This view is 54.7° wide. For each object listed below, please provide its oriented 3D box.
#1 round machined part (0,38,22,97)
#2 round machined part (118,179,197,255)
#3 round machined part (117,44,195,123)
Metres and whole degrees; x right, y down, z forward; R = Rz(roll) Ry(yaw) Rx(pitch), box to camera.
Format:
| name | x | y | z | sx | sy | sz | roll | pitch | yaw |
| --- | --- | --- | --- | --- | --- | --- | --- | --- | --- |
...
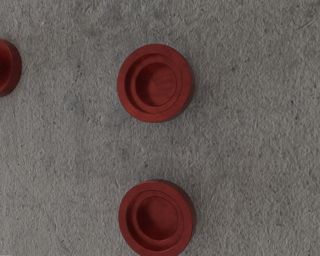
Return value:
| name | x | y | z | sx | sy | sz | roll | pitch | yaw |
| --- | --- | --- | --- | --- | --- | --- | --- | --- | --- |
| round machined part | -0.277 | -0.099 | 0.498 | 0.098 | 0.042 | 0.097 | 0 | 90 | 20 |
| round machined part | 0.000 | 0.114 | 0.400 | 0.098 | 0.042 | 0.097 | 0 | 90 | 20 |
| round machined part | -0.002 | -0.055 | 0.401 | 0.098 | 0.042 | 0.097 | 0 | 90 | 20 |
